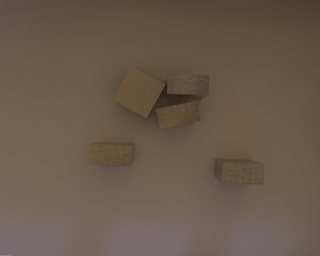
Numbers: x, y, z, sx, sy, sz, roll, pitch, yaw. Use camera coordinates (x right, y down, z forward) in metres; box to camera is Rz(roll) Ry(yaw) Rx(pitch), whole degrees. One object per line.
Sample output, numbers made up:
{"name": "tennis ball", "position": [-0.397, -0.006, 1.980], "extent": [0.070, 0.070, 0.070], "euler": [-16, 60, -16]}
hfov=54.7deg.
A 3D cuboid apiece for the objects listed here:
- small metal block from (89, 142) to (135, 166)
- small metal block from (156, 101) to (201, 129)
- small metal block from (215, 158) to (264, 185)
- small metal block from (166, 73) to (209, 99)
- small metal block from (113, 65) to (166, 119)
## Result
{"name": "small metal block", "position": [-0.060, 0.033, 0.398], "extent": [0.050, 0.050, 0.025], "euler": [2, 90, -1]}
{"name": "small metal block", "position": [0.022, -0.016, 0.399], "extent": [0.050, 0.050, 0.025], "euler": [-11, 90, 0]}
{"name": "small metal block", "position": [0.101, 0.055, 0.400], "extent": [0.050, 0.050, 0.025], "euler": [2, 90, -1]}
{"name": "small metal block", "position": [0.034, -0.053, 0.399], "extent": [0.050, 0.050, 0.025], "euler": [2, 90, -1]}
{"name": "small metal block", "position": [-0.026, -0.047, 0.408], "extent": [0.050, 0.025, 0.050], "euler": [29, 98, 0]}
